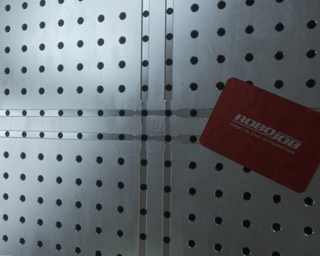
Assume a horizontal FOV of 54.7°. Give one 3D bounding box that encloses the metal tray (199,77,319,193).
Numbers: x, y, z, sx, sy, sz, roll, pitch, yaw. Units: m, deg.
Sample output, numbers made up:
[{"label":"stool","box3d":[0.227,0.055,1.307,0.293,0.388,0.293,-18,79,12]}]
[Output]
[{"label":"metal tray","box3d":[0.124,0.006,0.366,0.130,0.030,0.090,27,99,17]}]
